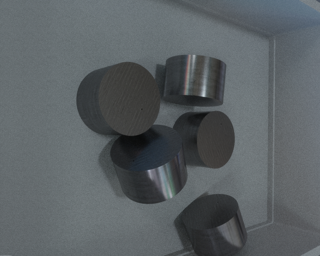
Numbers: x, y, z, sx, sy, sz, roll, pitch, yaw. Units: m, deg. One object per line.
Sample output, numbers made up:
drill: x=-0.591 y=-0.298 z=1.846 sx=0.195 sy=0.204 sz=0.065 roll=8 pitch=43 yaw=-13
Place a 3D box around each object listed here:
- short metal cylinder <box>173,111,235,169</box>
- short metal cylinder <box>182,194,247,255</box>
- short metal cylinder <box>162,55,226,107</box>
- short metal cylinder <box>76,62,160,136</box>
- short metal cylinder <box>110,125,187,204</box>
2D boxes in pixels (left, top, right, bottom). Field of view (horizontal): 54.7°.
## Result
short metal cylinder: x=0.062 y=0.016 z=0.445 sx=0.081 sy=0.050 sz=0.079 roll=0 pitch=90 yaw=-40
short metal cylinder: x=0.077 y=0.137 z=0.439 sx=0.081 sy=0.080 sz=0.050 roll=-32 pitch=110 yaw=-36
short metal cylinder: x=0.045 y=-0.060 z=0.411 sx=0.081 sy=0.080 sz=0.050 roll=10 pitch=84 yaw=-40
short metal cylinder: x=-0.047 y=-0.031 z=0.353 sx=0.081 sy=0.050 sz=0.079 roll=0 pitch=90 yaw=-40
short metal cylinder: x=-0.011 y=0.039 z=0.356 sx=0.080 sy=0.080 sz=0.050 roll=-39 pitch=133 yaw=-33
